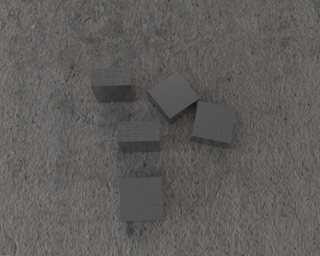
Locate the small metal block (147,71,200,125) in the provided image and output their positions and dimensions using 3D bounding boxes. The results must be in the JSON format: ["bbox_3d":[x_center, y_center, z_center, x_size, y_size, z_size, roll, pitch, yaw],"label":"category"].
[{"bbox_3d":[0.018,-0.041,0.423,0.050,0.025,0.050,-34,74,-12],"label":"small metal block"}]

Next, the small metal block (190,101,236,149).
[{"bbox_3d":[0.070,-0.004,0.410,0.050,0.025,0.050,12,70,4],"label":"small metal block"}]

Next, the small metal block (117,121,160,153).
[{"bbox_3d":[-0.025,0.012,0.390,0.050,0.050,0.025,-2,70,-1],"label":"small metal block"}]

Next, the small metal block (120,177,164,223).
[{"bbox_3d":[-0.022,0.087,0.376,0.050,0.025,0.050,-2,70,-1],"label":"small metal block"}]

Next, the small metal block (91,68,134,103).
[{"bbox_3d":[-0.062,-0.056,0.415,0.050,0.050,0.025,-2,70,-1],"label":"small metal block"}]
